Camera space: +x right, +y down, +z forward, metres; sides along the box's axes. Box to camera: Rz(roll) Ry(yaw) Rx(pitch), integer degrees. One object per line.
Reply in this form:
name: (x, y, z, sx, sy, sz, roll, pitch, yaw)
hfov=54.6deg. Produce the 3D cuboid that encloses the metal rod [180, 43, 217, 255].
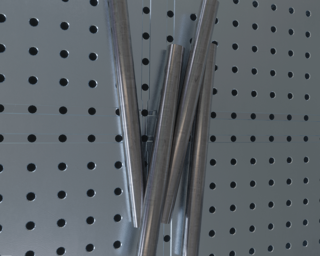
metal rod: (0.054, 0.032, 0.432, 0.025, 0.025, 0.298, 6, 88, -20)

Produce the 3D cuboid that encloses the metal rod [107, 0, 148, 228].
metal rod: (-0.040, -0.023, 0.397, 0.025, 0.025, 0.298, -7, 92, -20)

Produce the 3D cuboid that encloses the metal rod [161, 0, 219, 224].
metal rod: (0.035, -0.023, 0.413, 0.025, 0.025, 0.299, 12, 90, -20)

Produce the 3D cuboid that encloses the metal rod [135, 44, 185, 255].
metal rod: (0.000, 0.037, 0.394, 0.025, 0.025, 0.299, 12, 79, -20)
